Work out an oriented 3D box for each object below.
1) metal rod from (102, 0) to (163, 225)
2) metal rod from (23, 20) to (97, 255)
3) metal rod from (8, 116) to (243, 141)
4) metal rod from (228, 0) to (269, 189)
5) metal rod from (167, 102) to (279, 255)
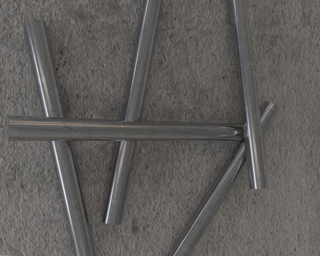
[{"bbox_3d":[-0.034,-0.029,0.396,0.025,0.025,0.298,12,86,-20],"label":"metal rod"},{"bbox_3d":[-0.116,0.026,0.366,0.025,0.025,0.298,-13,94,-20],"label":"metal rod"},{"bbox_3d":[-0.017,0.003,0.377,0.303,0.025,0.025,1,90,-30],"label":"metal rod"},{"bbox_3d":[0.122,-0.066,0.437,0.025,0.025,0.298,-4,85,-20],"label":"metal rod"},{"bbox_3d":[0.085,0.088,0.440,0.025,0.025,0.300,39,78,-16],"label":"metal rod"}]
